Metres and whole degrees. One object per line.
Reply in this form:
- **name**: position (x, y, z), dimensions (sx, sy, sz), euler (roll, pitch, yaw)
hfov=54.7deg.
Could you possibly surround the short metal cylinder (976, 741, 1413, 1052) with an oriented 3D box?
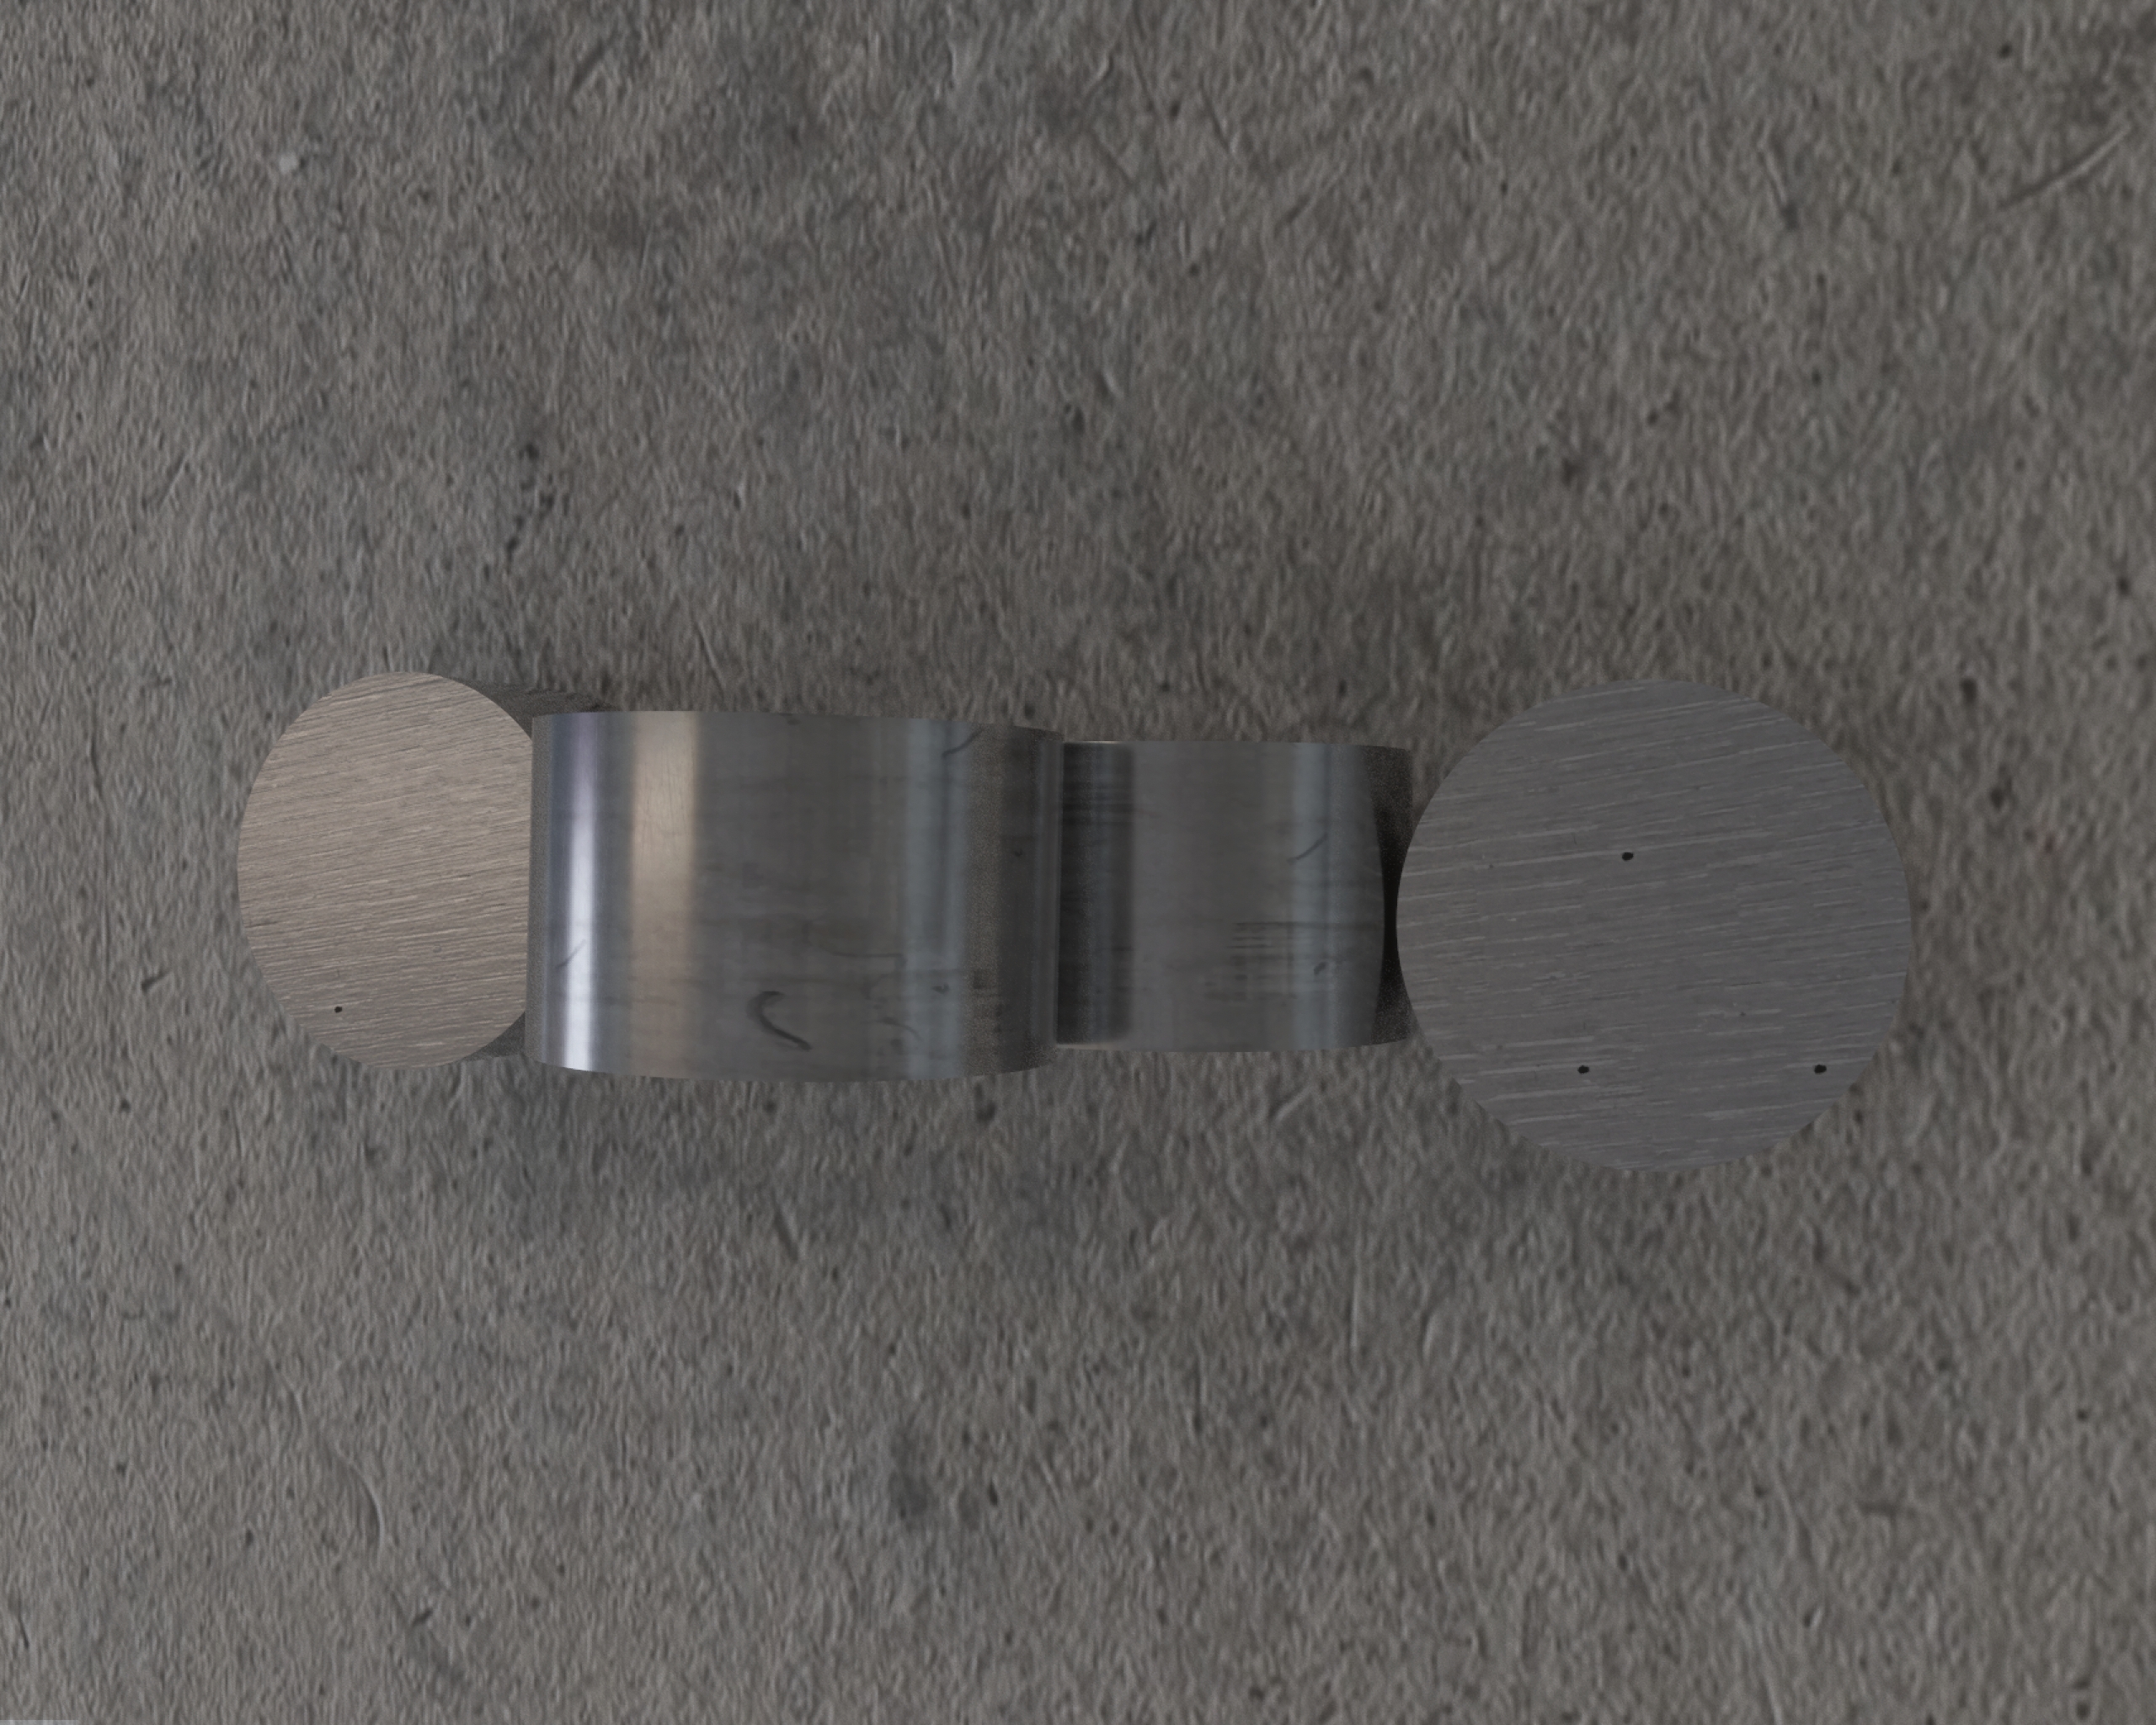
- **short metal cylinder**: position (0.019, 0.005, 0.373), dimensions (0.080, 0.080, 0.050), euler (0, 90, 20)

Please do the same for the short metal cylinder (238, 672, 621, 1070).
- **short metal cylinder**: position (-0.127, 0.002, 0.441), dimensions (0.080, 0.050, 0.080), euler (0, 90, 20)

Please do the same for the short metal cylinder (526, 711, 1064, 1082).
- **short metal cylinder**: position (-0.043, 0.004, 0.321), dimensions (0.080, 0.080, 0.050), euler (2, 90, 20)

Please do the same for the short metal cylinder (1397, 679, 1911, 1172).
- **short metal cylinder**: position (0.100, 0.010, 0.360), dimensions (0.080, 0.050, 0.080), euler (0, 90, 20)

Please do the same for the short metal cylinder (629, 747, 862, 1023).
- **short metal cylinder**: position (-0.056, 0.003, 0.400), dimensions (0.080, 0.080, 0.050), euler (0, 90, 20)
